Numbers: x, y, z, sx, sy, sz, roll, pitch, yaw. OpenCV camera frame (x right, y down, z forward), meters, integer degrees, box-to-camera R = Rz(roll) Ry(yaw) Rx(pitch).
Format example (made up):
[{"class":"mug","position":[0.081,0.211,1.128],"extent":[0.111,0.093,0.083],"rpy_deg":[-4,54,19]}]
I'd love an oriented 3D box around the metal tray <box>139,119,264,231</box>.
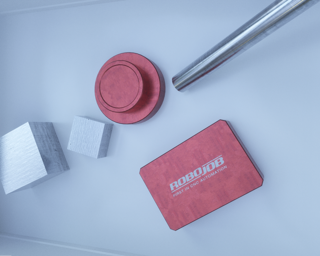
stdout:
[{"class":"metal tray","position":[0.050,0.059,0.390],"extent":[0.130,0.030,0.090],"rpy_deg":[-33,80,16]}]

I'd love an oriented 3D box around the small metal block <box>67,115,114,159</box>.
[{"class":"small metal block","position":[-0.100,0.012,0.444],"extent":[0.050,0.025,0.050],"rpy_deg":[15,95,19]}]

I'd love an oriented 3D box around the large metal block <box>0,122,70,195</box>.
[{"class":"large metal block","position":[-0.195,0.044,0.464],"extent":[0.080,0.050,0.080],"rpy_deg":[-26,82,18]}]

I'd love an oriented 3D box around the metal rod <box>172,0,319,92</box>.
[{"class":"metal rod","position":[0.121,-0.116,0.305],"extent":[0.299,0.025,0.025],"rpy_deg":[-31,79,41]}]

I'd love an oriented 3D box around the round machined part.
[{"class":"round machined part","position":[-0.046,-0.053,0.417],"extent":[0.098,0.042,0.097],"rpy_deg":[0,90,19]}]
